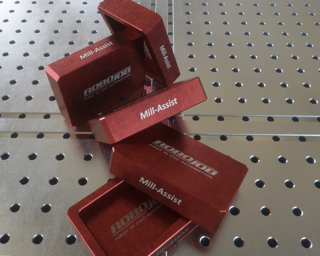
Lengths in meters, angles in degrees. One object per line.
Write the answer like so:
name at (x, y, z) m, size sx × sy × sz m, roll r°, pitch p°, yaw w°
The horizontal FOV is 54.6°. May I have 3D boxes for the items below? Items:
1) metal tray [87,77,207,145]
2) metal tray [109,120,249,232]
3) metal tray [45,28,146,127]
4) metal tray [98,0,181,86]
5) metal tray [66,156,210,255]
metal tray at (-0.018, -0.023, 0.388) m, size 0.131 × 0.030 × 0.090 m, roll -26°, pitch 10°, yaw -20°
metal tray at (0.022, 0.045, 0.343) m, size 0.130 × 0.030 × 0.090 m, roll 27°, pitch 34°, yaw 18°
metal tray at (-0.080, -0.069, 0.423) m, size 0.131 × 0.090 × 0.030 m, roll -35°, pitch 58°, yaw -26°
metal tray at (-0.025, -0.119, 0.438) m, size 0.090 × 0.130 × 0.030 m, roll 36°, pitch 79°, yaw 26°
metal tray at (-0.018, 0.088, 0.330) m, size 0.131 × 0.030 × 0.090 m, roll -32°, pitch 57°, yaw -24°
